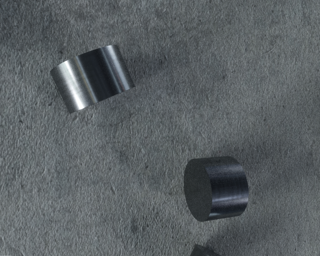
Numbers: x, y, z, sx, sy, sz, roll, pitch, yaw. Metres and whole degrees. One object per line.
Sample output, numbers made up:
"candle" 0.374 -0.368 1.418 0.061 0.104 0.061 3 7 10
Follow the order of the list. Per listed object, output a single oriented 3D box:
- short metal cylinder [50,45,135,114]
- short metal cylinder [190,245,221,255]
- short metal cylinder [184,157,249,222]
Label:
"short metal cylinder" -0.075 -0.055 0.352 0.081 0.080 0.050 -26 99 -18
"short metal cylinder" 0.072 0.197 0.406 0.080 0.080 0.050 31 80 -18
"short metal cylinder" 0.071 0.078 0.406 0.050 0.080 0.079 -2 91 -20
